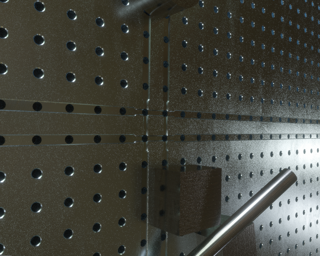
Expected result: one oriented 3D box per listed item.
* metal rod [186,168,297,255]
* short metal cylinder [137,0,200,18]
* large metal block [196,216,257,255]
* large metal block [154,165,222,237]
[{"bbox_3d":[0.081,0.155,0.427,0.301,0.025,0.025,-35,113,-17],"label":"metal rod"},{"bbox_3d":[0.011,-0.191,0.403,0.081,0.050,0.079,0,90,-40],"label":"short metal cylinder"},{"bbox_3d":[0.106,0.195,0.485,0.081,0.050,0.079,-12,98,-40],"label":"large metal block"},{"bbox_3d":[0.039,0.095,0.428,0.081,0.050,0.079,2,89,-40],"label":"large metal block"}]
